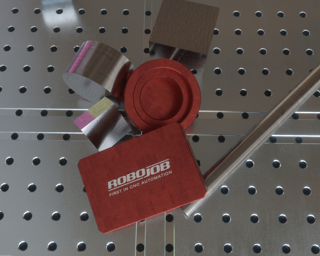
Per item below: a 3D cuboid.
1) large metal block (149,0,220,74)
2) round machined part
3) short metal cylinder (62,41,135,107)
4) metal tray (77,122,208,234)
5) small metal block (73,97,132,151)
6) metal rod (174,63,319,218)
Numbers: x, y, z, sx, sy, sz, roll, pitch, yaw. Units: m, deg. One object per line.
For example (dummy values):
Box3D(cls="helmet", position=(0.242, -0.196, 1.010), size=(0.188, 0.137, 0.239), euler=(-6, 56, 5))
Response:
Box3D(cls="large metal block", position=(0.035, -0.134, 0.448), size=(0.080, 0.050, 0.080), euler=(15, 71, 5))
Box3D(cls="round machined part", position=(0.000, -0.038, 0.403), size=(0.099, 0.042, 0.097), euler=(-1, 93, -14))
Box3D(cls="short metal cylinder", position=(-0.079, -0.068, 0.407), size=(0.080, 0.080, 0.050), euler=(23, 72, 8))
Box3D(cls="metal tray", position=(-0.021, 0.058, 0.363), size=(0.130, 0.030, 0.090), euler=(-22, 80, 8))
Box3D(cls="small metal block", position=(-0.072, -0.003, 0.395), size=(0.050, 0.050, 0.025), euler=(-40, 44, -12))
Box3D(cls="metal rod", position=(0.136, 0.004, 0.411), size=(0.301, 0.025, 0.025), euler=(-41, 75, -14))
